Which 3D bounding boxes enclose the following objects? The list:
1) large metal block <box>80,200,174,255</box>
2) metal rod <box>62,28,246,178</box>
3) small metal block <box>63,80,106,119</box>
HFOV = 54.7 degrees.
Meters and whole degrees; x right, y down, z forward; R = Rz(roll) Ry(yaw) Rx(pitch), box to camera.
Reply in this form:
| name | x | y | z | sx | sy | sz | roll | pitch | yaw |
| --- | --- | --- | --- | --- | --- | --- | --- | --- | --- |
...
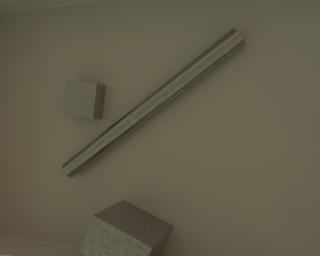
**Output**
| name | x | y | z | sx | sy | sz | roll | pitch | yaw |
| --- | --- | --- | --- | --- | --- | --- | --- | --- | --- |
| large metal block | -0.039 | 0.140 | 0.394 | 0.080 | 0.080 | 0.050 | 23 | 98 | 18 |
| metal rod | -0.019 | -0.025 | 0.416 | 0.300 | 0.025 | 0.025 | -37 | 79 | 15 |
| small metal block | -0.109 | -0.040 | 0.448 | 0.050 | 0.025 | 0.050 | 8 | 93 | 19 |
